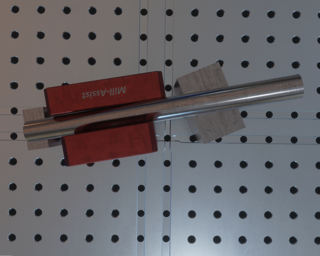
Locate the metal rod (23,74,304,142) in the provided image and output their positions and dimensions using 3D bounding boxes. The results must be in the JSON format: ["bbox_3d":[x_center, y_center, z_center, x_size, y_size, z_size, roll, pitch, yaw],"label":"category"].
[{"bbox_3d":[-0.005,-0.019,0.338,0.301,0.025,0.025,-9,90,9],"label":"metal rod"}]

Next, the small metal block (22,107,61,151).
[{"bbox_3d":[-0.150,0.001,0.399,0.025,0.050,0.050,-8,90,0],"label":"small metal block"}]

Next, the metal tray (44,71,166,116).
[{"bbox_3d":[-0.061,-0.039,0.379,0.131,0.090,0.030,-9,91,-1],"label":"metal tray"}]

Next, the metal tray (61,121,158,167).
[{"bbox_3d":[-0.050,0.015,0.360,0.091,0.130,0.030,-9,91,-1],"label":"metal tray"}]

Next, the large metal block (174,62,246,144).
[{"bbox_3d":[0.057,-0.028,0.386,0.050,0.080,0.080,-23,90,0],"label":"large metal block"}]
